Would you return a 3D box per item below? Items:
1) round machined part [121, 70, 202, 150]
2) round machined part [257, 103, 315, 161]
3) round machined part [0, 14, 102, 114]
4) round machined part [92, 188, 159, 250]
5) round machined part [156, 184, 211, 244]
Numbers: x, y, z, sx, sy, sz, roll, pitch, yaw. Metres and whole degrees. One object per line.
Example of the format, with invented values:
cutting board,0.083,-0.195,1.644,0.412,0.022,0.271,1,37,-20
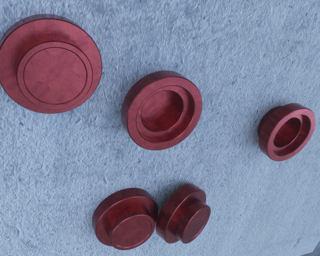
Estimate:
round machined part,-0.001,-0.024,0.380,0.099,0.042,0.097,-14,124,-21
round machined part,0.200,0.003,0.507,0.099,0.042,0.097,-14,124,-21
round machined part,-0.105,-0.057,0.303,0.099,0.042,0.097,-14,124,-21
round machined part,-0.046,0.140,0.457,0.099,0.042,0.097,-14,124,-21
round machined part,0.043,0.140,0.486,0.099,0.042,0.097,-31,136,-35
